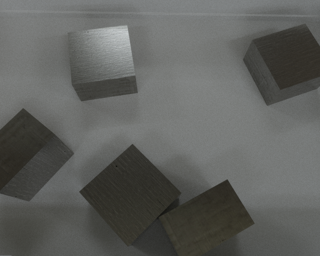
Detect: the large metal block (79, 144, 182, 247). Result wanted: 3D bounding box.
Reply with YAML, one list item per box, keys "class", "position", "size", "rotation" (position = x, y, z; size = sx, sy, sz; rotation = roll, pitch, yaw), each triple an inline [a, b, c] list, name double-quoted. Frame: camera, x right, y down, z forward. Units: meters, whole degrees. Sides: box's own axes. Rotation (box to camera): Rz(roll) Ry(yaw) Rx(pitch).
- class: "large metal block"
  position: [-0.033, 0.080, 0.367]
  size: [0.080, 0.050, 0.080]
  rotation: [-42, 76, -14]

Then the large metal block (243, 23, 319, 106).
- class: "large metal block"
  position: [0.175, -0.087, 0.430]
  size: [0.081, 0.050, 0.080]
  rotation: [-19, 71, -7]

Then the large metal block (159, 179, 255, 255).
- class: "large metal block"
  position: [0.046, 0.105, 0.343]
  size: [0.080, 0.080, 0.050]
  rotation: [-27, 73, -10]

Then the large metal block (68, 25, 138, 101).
- class: "large metal block"
  position: [-0.078, -0.089, 0.428]
  size: [0.081, 0.050, 0.080]
  rotation: [-9, 70, -4]

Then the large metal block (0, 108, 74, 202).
- class: "large metal block"
  position: [-0.158, 0.035, 0.366]
  size: [0.050, 0.080, 0.080]
  rotation: [37, 74, 12]
